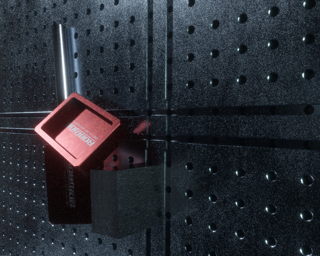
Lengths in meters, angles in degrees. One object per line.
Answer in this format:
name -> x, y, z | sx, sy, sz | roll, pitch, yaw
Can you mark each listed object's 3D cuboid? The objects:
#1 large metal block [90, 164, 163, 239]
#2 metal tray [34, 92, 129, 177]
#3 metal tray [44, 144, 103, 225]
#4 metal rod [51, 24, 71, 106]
large metal block -> -0.043, 0.091, 0.409 | 0.050, 0.081, 0.080 | -4, 88, 40
metal tray -> -0.121, 0.005, 0.471 | 0.130, 0.030, 0.090 | 30, 70, 37
metal tray -> -0.138, 0.087, 0.501 | 0.090, 0.030, 0.129 | -7, 85, 19
metal rod -> -0.168, -0.035, 0.548 | 0.025, 0.025, 0.298 | -10, 84, 39
